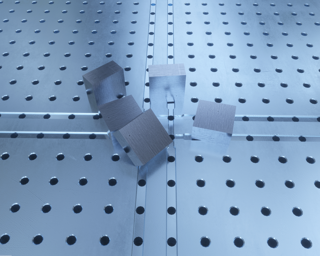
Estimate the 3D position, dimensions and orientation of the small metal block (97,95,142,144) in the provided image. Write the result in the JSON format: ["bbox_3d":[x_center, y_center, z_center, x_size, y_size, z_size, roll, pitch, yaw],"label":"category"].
[{"bbox_3d":[-0.051,-0.013,0.418,0.050,0.025,0.050,-21,53,-17],"label":"small metal block"}]

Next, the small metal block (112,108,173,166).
[{"bbox_3d":[-0.021,0.012,0.381,0.050,0.025,0.050,-37,98,-27],"label":"small metal block"}]

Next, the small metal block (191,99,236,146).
[{"bbox_3d":[0.072,-0.008,0.415,0.050,0.025,0.050,11,51,9],"label":"small metal block"}]

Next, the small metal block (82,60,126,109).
[{"bbox_3d":[-0.078,-0.060,0.442,0.050,0.050,0.025,-34,58,-25],"label":"small metal block"}]

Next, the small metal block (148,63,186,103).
[{"bbox_3d":[0.010,-0.064,0.445,0.050,0.050,0.025,-3,50,-3],"label":"small metal block"}]
